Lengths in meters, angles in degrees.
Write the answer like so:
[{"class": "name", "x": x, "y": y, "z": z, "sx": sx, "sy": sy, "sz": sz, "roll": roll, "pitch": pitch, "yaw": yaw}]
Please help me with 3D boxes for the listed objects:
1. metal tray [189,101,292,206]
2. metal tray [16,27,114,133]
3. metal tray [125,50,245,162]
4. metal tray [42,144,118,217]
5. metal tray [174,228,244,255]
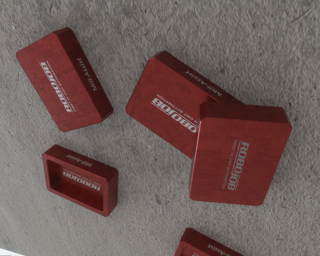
[{"class": "metal tray", "x": 0.084, "y": 0.034, "z": 0.354, "sx": 0.091, "sy": 0.030, "sz": 0.129, "roll": 4, "pitch": 129, "yaw": 2}, {"class": "metal tray", "x": -0.133, "y": -0.063, "z": 0.435, "sx": 0.090, "sy": 0.030, "sz": 0.129, "roll": -13, "pitch": 112, "yaw": 33}, {"class": "metal tray", "x": 0.031, "y": -0.020, "z": 0.375, "sx": 0.130, "sy": 0.030, "sz": 0.089, "roll": 35, "pitch": 129, "yaw": 4}, {"class": "metal tray", "x": -0.136, "y": 0.090, "z": 0.531, "sx": 0.130, "sy": 0.030, "sz": 0.089, "roll": 19, "pitch": 126, "yaw": 17}, {"class": "metal tray", "x": 0.086, "y": 0.225, "z": 0.497, "sx": 0.130, "sy": 0.030, "sz": 0.089, "roll": 25, "pitch": 127, "yaw": 12}]
